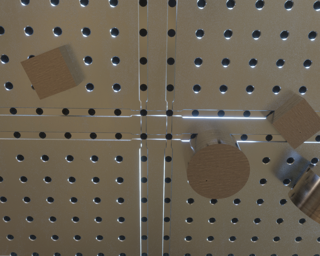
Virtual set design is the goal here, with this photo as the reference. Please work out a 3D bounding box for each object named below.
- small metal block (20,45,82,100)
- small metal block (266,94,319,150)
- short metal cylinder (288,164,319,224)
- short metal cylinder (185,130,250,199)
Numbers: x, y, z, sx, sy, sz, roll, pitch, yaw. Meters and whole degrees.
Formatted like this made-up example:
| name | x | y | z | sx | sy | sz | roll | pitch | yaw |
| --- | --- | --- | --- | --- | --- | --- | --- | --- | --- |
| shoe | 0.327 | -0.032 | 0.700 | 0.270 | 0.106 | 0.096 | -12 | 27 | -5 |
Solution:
| name | x | y | z | sx | sy | sz | roll | pitch | yaw |
| --- | --- | --- | --- | --- | --- | --- | --- | --- | --- |
| small metal block | -0.134 | -0.069 | 0.387 | 0.050 | 0.025 | 0.050 | -19 | 109 | 7 |
| small metal block | 0.180 | -0.009 | 0.412 | 0.050 | 0.025 | 0.050 | -42 | 105 | 13 |
| short metal cylinder | 0.225 | 0.093 | 0.420 | 0.080 | 0.080 | 0.050 | 24 | 108 | -9 |
| short metal cylinder | 0.075 | 0.048 | 0.418 | 0.081 | 0.050 | 0.079 | 0 | 110 | 0 |
